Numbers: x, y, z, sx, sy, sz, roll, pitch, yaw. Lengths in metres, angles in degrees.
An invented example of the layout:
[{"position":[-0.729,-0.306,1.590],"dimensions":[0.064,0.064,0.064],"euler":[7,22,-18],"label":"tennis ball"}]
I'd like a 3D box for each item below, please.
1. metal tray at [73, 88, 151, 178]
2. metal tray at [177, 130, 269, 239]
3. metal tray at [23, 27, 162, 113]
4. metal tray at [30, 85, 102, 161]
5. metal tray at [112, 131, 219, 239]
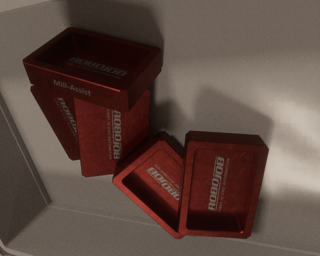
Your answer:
[{"position":[-0.061,0.002,0.405],"dimensions":[0.091,0.030,0.129],"euler":[-5,123,-13],"label":"metal tray"},{"position":[0.071,0.071,0.374],"dimensions":[0.091,0.030,0.129],"euler":[4,111,0],"label":"metal tray"},{"position":[-0.075,-0.072,0.356],"dimensions":[0.130,0.090,0.030],"euler":[18,138,17],"label":"metal tray"},{"position":[-0.123,-0.017,0.458],"dimensions":[0.090,0.030,0.129],"euler":[-11,113,32],"label":"metal tray"},{"position":[0.014,0.078,0.411],"dimensions":[0.090,0.030,0.130],"euler":[-40,106,15],"label":"metal tray"}]
